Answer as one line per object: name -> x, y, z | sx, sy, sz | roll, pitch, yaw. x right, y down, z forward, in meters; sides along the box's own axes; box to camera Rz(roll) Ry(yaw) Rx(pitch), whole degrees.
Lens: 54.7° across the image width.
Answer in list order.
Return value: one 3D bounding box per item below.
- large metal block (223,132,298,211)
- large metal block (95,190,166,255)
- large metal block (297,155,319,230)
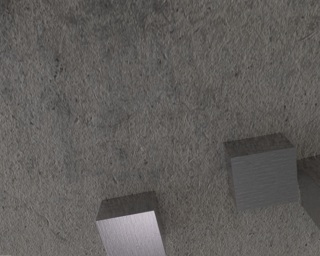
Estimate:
large metal block -> 0.135, 0.058, 0.419 | 0.080, 0.050, 0.079 | -10, 110, 3
large metal block -> -0.039, 0.145, 0.449 | 0.080, 0.050, 0.080 | -11, 110, 4
large metal block -> 0.228, 0.090, 0.415 | 0.050, 0.080, 0.080 | -15, 110, 5
